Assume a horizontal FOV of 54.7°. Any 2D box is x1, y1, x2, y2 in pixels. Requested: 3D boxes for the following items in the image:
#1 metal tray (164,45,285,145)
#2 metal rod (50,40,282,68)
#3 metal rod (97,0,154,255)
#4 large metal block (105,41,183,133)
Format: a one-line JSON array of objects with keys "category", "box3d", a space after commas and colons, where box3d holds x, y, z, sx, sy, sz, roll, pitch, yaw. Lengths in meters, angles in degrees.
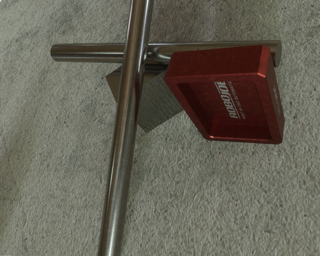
[{"category": "metal tray", "box3d": [0.071, -0.026, 0.315, 0.090, 0.130, 0.030, 2, 63, 29]}, {"category": "metal rod", "box3d": [-0.018, -0.088, 0.362, 0.300, 0.025, 0.025, 9, 66, 31]}, {"category": "metal rod", "box3d": [-0.038, 0.005, 0.339, 0.025, 0.025, 0.298, 8, 91, 31]}, {"category": "large metal block", "box3d": [-0.010, -0.050, 0.403, 0.080, 0.080, 0.050, -32, 52, 7]}]
